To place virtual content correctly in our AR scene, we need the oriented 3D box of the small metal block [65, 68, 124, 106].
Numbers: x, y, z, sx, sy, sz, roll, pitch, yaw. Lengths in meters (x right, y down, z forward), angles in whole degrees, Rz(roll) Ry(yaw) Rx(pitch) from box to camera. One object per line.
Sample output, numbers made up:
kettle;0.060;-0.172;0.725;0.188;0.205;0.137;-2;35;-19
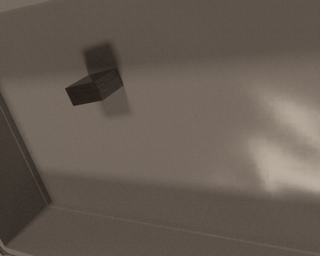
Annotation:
small metal block;-0.084;-0.054;0.402;0.050;0.050;0.025;-7;115;31
